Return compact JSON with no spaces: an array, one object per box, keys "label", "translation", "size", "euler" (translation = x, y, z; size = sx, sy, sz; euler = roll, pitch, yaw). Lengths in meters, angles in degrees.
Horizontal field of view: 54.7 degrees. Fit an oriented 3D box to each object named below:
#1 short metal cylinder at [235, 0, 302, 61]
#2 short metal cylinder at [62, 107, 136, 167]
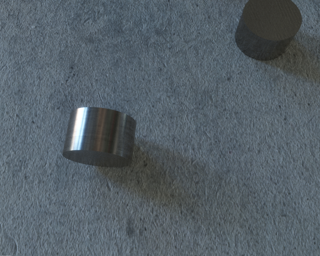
[{"label":"short metal cylinder","translation":[0.155,-0.145,0.449],"size":[0.081,0.050,0.080],"euler":[0,70,0]},{"label":"short metal cylinder","translation":[-0.071,0.014,0.373],"size":[0.080,0.080,0.050],"euler":[4,70,1]}]
